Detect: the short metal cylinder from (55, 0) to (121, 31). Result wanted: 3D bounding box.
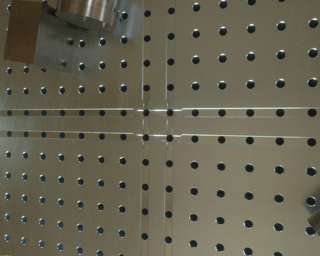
[{"bbox_3d":[-0.095,-0.167,0.417,0.080,0.080,0.050,14,95,19],"label":"short metal cylinder"}]

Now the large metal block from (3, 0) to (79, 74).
[{"bbox_3d":[-0.166,-0.126,0.442,0.050,0.080,0.079,12,94,19],"label":"large metal block"}]

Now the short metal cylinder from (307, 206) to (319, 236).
[{"bbox_3d":[0.200,0.105,0.313,0.080,0.080,0.050,43,103,15],"label":"short metal cylinder"}]
